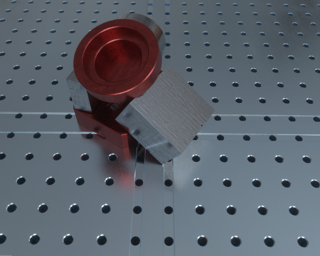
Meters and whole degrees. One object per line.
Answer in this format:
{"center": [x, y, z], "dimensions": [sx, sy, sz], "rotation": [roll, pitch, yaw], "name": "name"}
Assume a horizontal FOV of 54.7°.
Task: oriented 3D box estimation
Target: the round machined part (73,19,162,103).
{"center": [-0.046, -0.074, 0.361], "dimensions": [0.098, 0.042, 0.098], "rotation": [-4, 70, 10], "name": "round machined part"}

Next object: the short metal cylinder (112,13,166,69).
{"center": [-0.037, -0.106, 0.421], "dimensions": [0.080, 0.080, 0.050], "rotation": [10, 51, 8], "name": "short metal cylinder"}

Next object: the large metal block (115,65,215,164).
{"center": [0.007, -0.016, 0.381], "dimensions": [0.080, 0.050, 0.080], "rotation": [44, 57, -5], "name": "large metal block"}

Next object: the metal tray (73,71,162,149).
{"center": [-0.044, -0.040, 0.438], "dimensions": [0.090, 0.030, 0.131], "rotation": [28, 55, 21], "name": "metal tray"}

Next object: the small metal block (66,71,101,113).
{"center": [-0.091, -0.057, 0.397], "dimensions": [0.025, 0.050, 0.050], "rotation": [15, 52, 12], "name": "small metal block"}
